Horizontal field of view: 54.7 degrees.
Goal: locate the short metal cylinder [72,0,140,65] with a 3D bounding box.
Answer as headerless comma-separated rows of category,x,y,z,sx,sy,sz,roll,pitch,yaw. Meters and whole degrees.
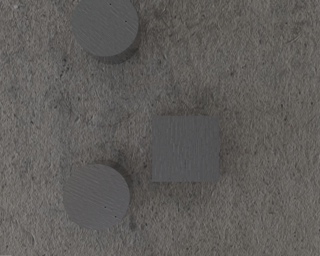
short metal cylinder,-0.066,-0.126,0.397,0.081,0.050,0.080,0,90,0

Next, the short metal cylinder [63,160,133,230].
short metal cylinder,-0.077,0.083,0.397,0.081,0.050,0.080,0,90,0

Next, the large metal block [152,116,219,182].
large metal block,0.031,0.025,0.398,0.081,0.050,0.080,0,90,0
